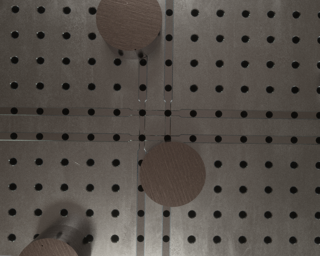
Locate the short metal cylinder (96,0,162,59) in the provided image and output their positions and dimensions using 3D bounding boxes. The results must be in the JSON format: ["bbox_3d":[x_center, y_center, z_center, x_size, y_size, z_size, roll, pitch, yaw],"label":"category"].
[{"bbox_3d":[-0.037,-0.134,0.400,0.081,0.050,0.079,0,90,-1],"label":"short metal cylinder"}]

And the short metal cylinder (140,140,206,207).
[{"bbox_3d":[0.015,0.056,0.401,0.081,0.050,0.079,0,90,-1],"label":"short metal cylinder"}]

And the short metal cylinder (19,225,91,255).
[{"bbox_3d":[-0.135,0.173,0.399,0.081,0.050,0.079,0,90,-1],"label":"short metal cylinder"}]
